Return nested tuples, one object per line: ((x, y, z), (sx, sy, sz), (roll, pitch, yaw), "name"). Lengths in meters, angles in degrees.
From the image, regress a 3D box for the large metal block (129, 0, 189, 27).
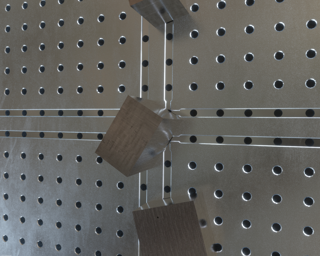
((-0.008, -0.184, 0.385), (0.050, 0.080, 0.080), (-16, 85, 19), "large metal block")

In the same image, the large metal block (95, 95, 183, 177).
((-0.023, 0.009, 0.391), (0.050, 0.080, 0.080), (35, 101, 16), "large metal block")

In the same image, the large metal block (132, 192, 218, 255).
((0.020, 0.132, 0.392), (0.080, 0.050, 0.080), (-15, 85, 19), "large metal block")
